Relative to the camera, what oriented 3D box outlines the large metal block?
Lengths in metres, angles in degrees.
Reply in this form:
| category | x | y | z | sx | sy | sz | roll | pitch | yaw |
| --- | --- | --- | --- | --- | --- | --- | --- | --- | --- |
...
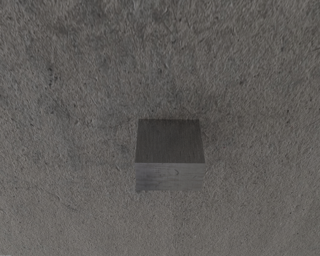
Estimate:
| category | x | y | z | sx | sy | sz | roll | pitch | yaw |
| --- | --- | --- | --- | --- | --- | --- | --- | --- | --- |
| large metal block | 0.011 | 0.033 | 0.399 | 0.080 | 0.080 | 0.050 | 1 | 130 | -1 |
